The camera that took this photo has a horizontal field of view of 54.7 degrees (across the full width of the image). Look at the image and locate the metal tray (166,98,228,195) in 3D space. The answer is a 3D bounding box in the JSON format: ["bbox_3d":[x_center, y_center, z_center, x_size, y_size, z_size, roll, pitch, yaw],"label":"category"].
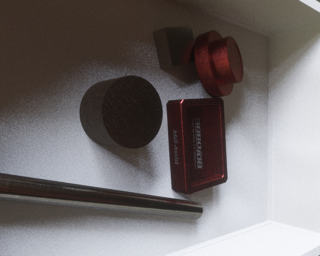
[{"bbox_3d":[0.056,0.022,0.452,0.091,0.030,0.129,-7,94,-40],"label":"metal tray"}]

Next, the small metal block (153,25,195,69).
[{"bbox_3d":[0.022,-0.112,0.427,0.050,0.025,0.050,-20,103,-38],"label":"small metal block"}]

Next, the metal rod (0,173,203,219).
[{"bbox_3d":[-0.058,0.083,0.359,0.302,0.025,0.025,18,78,-39],"label":"metal rod"}]

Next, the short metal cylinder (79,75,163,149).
[{"bbox_3d":[-0.044,-0.017,0.355,0.081,0.050,0.079,0,90,-40],"label":"short metal cylinder"}]

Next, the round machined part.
[{"bbox_3d":[0.091,-0.096,0.455,0.098,0.042,0.098,23,62,-54],"label":"round machined part"}]
